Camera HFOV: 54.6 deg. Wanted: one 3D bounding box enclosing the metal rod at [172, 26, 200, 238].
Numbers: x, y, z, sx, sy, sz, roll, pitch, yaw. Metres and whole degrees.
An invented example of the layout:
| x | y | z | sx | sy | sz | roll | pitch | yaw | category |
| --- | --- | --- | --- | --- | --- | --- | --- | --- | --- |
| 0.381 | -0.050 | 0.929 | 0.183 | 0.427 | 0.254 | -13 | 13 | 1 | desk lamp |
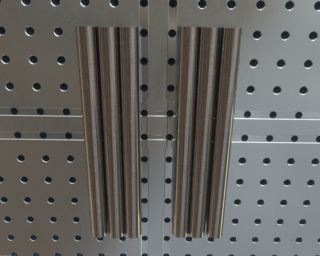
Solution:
| x | y | z | sx | sy | sz | roll | pitch | yaw | category |
| --- | --- | --- | --- | --- | --- | --- | --- | --- | --- |
| 0.033 | 0.019 | 0.420 | 0.025 | 0.025 | 0.298 | 1 | 110 | 0 | metal rod |

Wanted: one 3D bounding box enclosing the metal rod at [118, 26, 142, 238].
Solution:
| x | y | z | sx | sy | sz | roll | pitch | yaw | category |
| --- | --- | --- | --- | --- | --- | --- | --- | --- | --- |
| -0.039 | 0.020 | 0.420 | 0.025 | 0.025 | 0.298 | 1 | 110 | 0 | metal rod |

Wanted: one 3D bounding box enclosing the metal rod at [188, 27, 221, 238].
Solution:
| x | y | z | sx | sy | sz | roll | pitch | yaw | category |
| --- | --- | --- | --- | --- | --- | --- | --- | --- | --- |
| 0.058 | 0.020 | 0.420 | 0.025 | 0.025 | 0.298 | 1 | 110 | 0 | metal rod |

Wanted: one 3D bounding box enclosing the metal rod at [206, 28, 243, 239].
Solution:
| x | y | z | sx | sy | sz | roll | pitch | yaw | category |
| --- | --- | --- | --- | --- | --- | --- | --- | --- | --- |
| 0.084 | 0.020 | 0.421 | 0.025 | 0.025 | 0.298 | 1 | 110 | 0 | metal rod |

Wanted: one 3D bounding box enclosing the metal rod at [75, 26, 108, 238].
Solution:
| x | y | z | sx | sy | sz | roll | pitch | yaw | category |
| --- | --- | --- | --- | --- | --- | --- | --- | --- | --- |
| -0.089 | 0.019 | 0.419 | 0.025 | 0.025 | 0.298 | 1 | 110 | 0 | metal rod |

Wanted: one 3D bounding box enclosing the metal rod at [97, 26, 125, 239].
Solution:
| x | y | z | sx | sy | sz | roll | pitch | yaw | category |
| --- | --- | --- | --- | --- | --- | --- | --- | --- | --- |
| -0.064 | 0.020 | 0.419 | 0.025 | 0.025 | 0.298 | 1 | 110 | 0 | metal rod |
